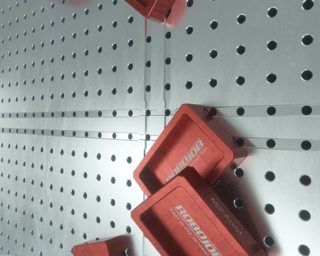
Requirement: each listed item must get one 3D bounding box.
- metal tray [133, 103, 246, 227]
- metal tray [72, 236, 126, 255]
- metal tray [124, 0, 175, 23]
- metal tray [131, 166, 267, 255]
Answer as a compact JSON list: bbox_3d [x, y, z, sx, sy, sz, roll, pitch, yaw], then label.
[{"bbox_3d":[0.030,0.046,0.379,0.090,0.030,0.129,50,119,28],"label":"metal tray"},{"bbox_3d":[-0.085,0.239,0.474,0.090,0.030,0.129,-24,75,37],"label":"metal tray"},{"bbox_3d":[-0.002,-0.218,0.405,0.090,0.030,0.129,48,118,29],"label":"metal tray"},{"bbox_3d":[0.040,0.119,0.342,0.090,0.030,0.130,-43,83,27],"label":"metal tray"}]
